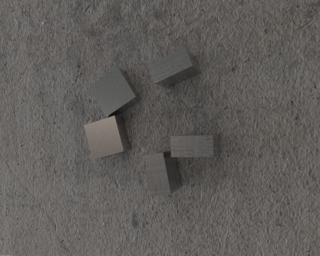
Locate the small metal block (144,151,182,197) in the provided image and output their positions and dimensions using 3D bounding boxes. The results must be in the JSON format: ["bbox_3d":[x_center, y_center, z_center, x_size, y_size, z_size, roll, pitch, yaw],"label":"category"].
[{"bbox_3d":[0.005,0.056,0.394,0.025,0.050,0.050,-12,86,20],"label":"small metal block"}]

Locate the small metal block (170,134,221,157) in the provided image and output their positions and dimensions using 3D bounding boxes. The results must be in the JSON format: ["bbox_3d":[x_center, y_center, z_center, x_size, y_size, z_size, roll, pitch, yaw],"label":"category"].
[{"bbox_3d":[0.045,0.021,0.380,0.050,0.050,0.025,-2,90,20],"label":"small metal block"}]

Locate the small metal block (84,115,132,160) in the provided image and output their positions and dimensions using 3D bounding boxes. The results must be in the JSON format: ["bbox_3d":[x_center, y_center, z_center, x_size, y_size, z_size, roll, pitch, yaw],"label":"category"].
[{"bbox_3d":[-0.073,0.014,0.435,0.050,0.025,0.050,-16,85,19],"label":"small metal block"}]

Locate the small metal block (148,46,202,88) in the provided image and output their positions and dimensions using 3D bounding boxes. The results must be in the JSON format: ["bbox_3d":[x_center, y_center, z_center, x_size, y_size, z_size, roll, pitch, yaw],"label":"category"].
[{"bbox_3d":[0.020,-0.074,0.389,0.050,0.050,0.025,-23,83,18],"label":"small metal block"}]

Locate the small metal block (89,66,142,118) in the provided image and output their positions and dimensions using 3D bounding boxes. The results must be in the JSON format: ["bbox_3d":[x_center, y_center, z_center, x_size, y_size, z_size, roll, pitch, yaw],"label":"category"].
[{"bbox_3d":[-0.062,-0.048,0.428,0.050,0.025,0.050,-33,79,11],"label":"small metal block"}]
